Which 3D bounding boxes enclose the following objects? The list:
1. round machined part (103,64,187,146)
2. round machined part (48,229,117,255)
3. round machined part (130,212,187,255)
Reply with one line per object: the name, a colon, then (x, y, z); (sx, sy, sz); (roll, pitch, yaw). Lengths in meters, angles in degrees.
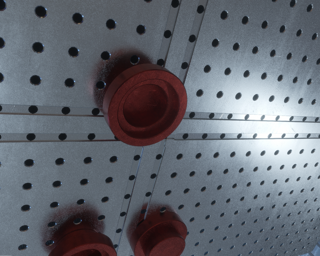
round machined part: (-0.021, -0.030, 0.370); (0.099, 0.042, 0.097); (-14, 124, -21)
round machined part: (-0.116, 0.188, 0.452); (0.099, 0.042, 0.097); (-14, 124, -21)
round machined part: (0.003, 0.192, 0.520); (0.099, 0.042, 0.097); (-14, 124, -21)
